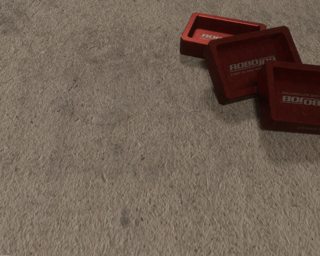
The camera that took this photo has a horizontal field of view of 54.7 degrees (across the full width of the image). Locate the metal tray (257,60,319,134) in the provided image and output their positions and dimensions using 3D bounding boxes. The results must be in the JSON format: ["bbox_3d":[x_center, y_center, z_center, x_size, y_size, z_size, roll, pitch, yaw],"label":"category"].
[{"bbox_3d":[0.201,-0.039,0.411,0.131,0.030,0.090,5,66,-4],"label":"metal tray"}]

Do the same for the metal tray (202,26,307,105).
[{"bbox_3d":[0.138,-0.092,0.453,0.131,0.030,0.090,-14,80,-12],"label":"metal tray"}]

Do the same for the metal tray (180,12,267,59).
[{"bbox_3d":[0.108,-0.152,0.528,0.131,0.030,0.090,14,51,11],"label":"metal tray"}]
